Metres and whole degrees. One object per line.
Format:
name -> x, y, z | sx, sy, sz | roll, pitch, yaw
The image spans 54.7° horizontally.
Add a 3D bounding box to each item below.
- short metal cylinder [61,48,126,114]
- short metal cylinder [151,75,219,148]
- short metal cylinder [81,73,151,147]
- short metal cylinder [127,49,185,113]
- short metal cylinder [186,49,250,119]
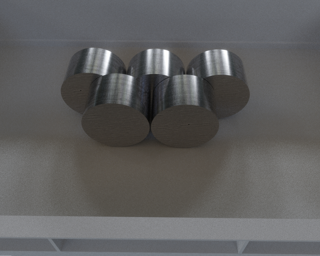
short metal cylinder -> -0.087, -0.060, 0.417 | 0.080, 0.080, 0.050 | 1, 50, 0
short metal cylinder -> 0.030, -0.019, 0.383 | 0.080, 0.080, 0.050 | 1, 50, 0
short metal cylinder -> -0.052, -0.021, 0.384 | 0.080, 0.080, 0.050 | 1, 50, 0
short metal cylinder -> -0.006, -0.058, 0.416 | 0.080, 0.080, 0.050 | 1, 50, 0
short metal cylinder -> 0.075, -0.057, 0.416 | 0.080, 0.080, 0.050 | 1, 50, 1
